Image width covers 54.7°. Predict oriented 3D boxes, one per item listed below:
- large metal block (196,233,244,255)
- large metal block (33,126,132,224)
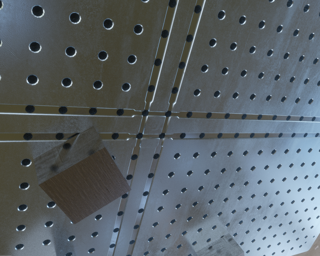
[{"bbox_3d":[0.127,0.278,0.640,0.080,0.050,0.080,-25,128,-13],"label":"large metal block"},{"bbox_3d":[-0.093,0.058,0.381,0.080,0.050,0.080,-30,129,-9],"label":"large metal block"}]
